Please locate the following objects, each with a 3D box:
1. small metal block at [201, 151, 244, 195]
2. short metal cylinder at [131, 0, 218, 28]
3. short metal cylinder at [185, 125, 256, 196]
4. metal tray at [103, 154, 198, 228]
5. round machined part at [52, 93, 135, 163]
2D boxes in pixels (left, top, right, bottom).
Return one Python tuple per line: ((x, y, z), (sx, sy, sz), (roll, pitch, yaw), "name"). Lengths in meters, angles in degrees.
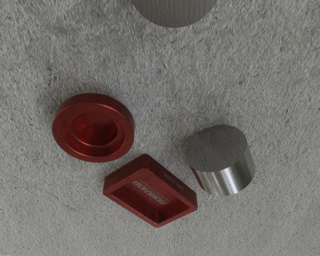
((0.090, 0.064, 0.446), (0.050, 0.050, 0.025), (-13, 129, 10), "small metal block")
((0.012, -0.137, 0.274), (0.081, 0.050, 0.079), (0, 130, 0), "short metal cylinder")
((0.079, 0.042, 0.408), (0.080, 0.080, 0.050), (-18, 128, 14), "short metal cylinder")
((-0.013, 0.104, 0.492), (0.090, 0.030, 0.130), (-33, 123, 24), "metal tray")
((-0.081, -0.004, 0.392), (0.099, 0.042, 0.097), (0, 130, 0), "round machined part")
